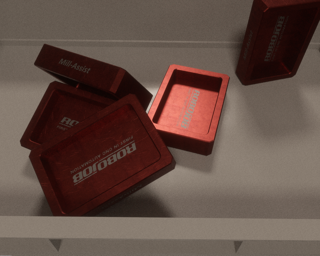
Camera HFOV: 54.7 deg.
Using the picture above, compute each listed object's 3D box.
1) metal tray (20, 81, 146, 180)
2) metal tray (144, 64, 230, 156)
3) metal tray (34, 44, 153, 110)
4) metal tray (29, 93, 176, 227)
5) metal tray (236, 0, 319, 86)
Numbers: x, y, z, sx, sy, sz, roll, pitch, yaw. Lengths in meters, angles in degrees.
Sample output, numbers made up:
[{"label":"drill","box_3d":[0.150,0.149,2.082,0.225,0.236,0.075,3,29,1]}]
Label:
[{"label":"metal tray","box_3d":[-0.090,0.004,0.375,0.130,0.030,0.090,18,76,14]},{"label":"metal tray","box_3d":[0.040,-0.030,0.427,0.090,0.030,0.130,13,51,10]},{"label":"metal tray","box_3d":[-0.084,-0.062,0.402,0.130,0.090,0.030,21,84,25]},{"label":"metal tray","box_3d":[-0.061,0.033,0.328,0.130,0.030,0.090,-30,70,-2]},{"label":"metal tray","box_3d":[0.167,-0.125,0.444,0.091,0.129,0.030,-11,51,-10]}]
